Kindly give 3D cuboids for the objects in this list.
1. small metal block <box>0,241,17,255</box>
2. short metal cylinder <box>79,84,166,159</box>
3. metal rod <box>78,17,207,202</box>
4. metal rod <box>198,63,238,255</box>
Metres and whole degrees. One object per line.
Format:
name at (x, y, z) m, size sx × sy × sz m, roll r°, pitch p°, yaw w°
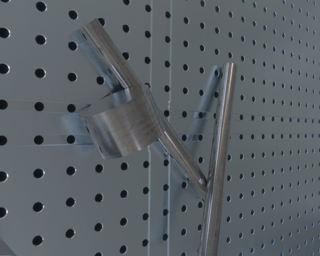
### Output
small metal block at (-0.154, 0.122, 0.264) m, size 0.050 × 0.050 × 0.025 m, roll -2°, pitch 92°, yaw -40°
short metal cylinder at (-0.040, -0.008, 0.340) m, size 0.081 × 0.080 × 0.050 m, roll -36°, pitch 112°, yaw -34°
metal rod at (-0.002, -0.006, 0.407) m, size 0.025 × 0.025 × 0.299 m, roll -51°, pitch 120°, yaw -28°
metal rod at (0.088, 0.039, 0.456) m, size 0.025 × 0.025 × 0.299 m, roll 26°, pitch 66°, yaw -37°
